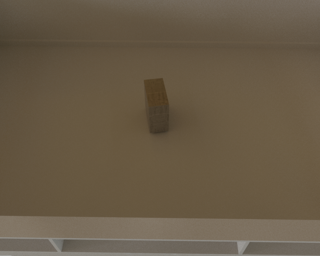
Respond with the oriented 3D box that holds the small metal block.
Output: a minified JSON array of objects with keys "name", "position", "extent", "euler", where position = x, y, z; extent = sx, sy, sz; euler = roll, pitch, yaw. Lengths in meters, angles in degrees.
[{"name":"small metal block","position":[-0.005,-0.030,0.409],"extent":[0.025,0.050,0.050],"euler":[-7,50,-5]}]
